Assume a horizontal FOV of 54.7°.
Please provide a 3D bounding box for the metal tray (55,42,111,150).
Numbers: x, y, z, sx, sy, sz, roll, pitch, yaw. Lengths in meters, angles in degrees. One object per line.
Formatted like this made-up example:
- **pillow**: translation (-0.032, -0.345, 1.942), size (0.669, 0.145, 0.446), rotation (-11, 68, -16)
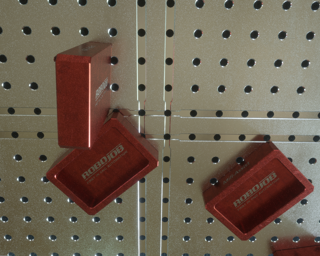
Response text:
- **metal tray**: translation (-0.079, -0.042, 0.341), size (0.030, 0.130, 0.089), rotation (4, 110, -2)

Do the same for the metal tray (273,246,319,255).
- **metal tray**: translation (0.238, 0.258, 0.509), size (0.091, 0.030, 0.129), rotation (-9, 110, 2)

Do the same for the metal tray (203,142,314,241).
- **metal tray**: translation (0.139, 0.093, 0.446), size (0.130, 0.030, 0.090), rotation (-43, 105, 14)

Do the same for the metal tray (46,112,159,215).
- **metal tray**: translation (-0.078, 0.051, 0.428), size (0.130, 0.030, 0.090), rotation (-39, 106, 13)
